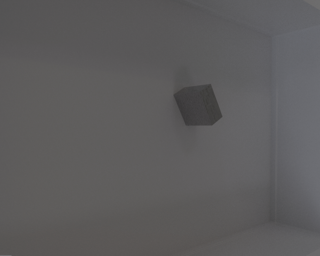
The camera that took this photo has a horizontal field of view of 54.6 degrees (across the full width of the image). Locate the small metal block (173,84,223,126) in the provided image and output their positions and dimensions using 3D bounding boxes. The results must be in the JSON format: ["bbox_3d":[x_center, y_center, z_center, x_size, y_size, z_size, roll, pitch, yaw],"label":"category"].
[{"bbox_3d":[0.053,-0.031,0.433,0.025,0.050,0.050,-36,113,-34],"label":"small metal block"}]
